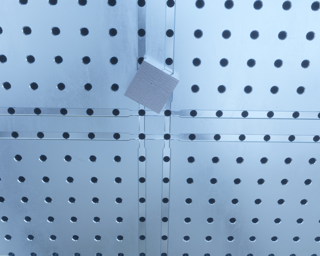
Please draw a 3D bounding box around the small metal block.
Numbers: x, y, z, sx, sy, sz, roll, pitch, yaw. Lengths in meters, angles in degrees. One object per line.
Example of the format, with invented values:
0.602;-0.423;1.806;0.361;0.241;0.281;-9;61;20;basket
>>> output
-0.010;-0.054;0.394;0.050;0.025;0.050;28;107;-11;small metal block
